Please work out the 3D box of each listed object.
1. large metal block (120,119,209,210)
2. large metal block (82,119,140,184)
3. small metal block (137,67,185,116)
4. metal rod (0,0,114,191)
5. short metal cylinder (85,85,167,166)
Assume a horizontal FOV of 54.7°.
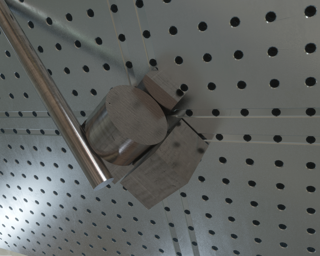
[{"bbox_3d":[0.007,0.046,0.397,0.050,0.080,0.080,44,129,-3],"label":"large metal block"},{"bbox_3d":[-0.056,0.013,0.413,0.080,0.080,0.050,44,129,-3],"label":"large metal block"},{"bbox_3d":[-0.005,-0.038,0.390,0.050,0.025,0.050,41,129,-1],"label":"small metal block"},{"bbox_3d":[-0.145,-0.056,0.383,0.299,0.025,0.025,55,131,16],"label":"metal rod"},{"bbox_3d":[-0.039,-0.003,0.360,0.080,0.080,0.050,45,129,-4],"label":"short metal cylinder"}]
